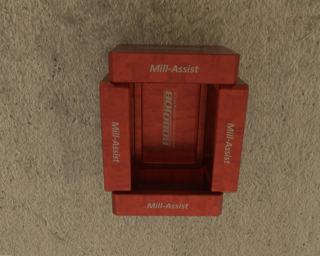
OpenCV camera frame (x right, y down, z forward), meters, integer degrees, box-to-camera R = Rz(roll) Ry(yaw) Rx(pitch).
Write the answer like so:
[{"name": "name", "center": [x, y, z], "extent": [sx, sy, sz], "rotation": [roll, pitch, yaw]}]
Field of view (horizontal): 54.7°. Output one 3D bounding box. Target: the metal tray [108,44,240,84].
[{"name": "metal tray", "center": [0.014, -0.074, 0.349], "extent": [0.131, 0.090, 0.030], "rotation": [1, 110, -1]}]

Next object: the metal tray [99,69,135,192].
[{"name": "metal tray", "center": [-0.048, 0.000, 0.375], "extent": [0.030, 0.090, 0.129], "rotation": [1, 110, -1]}]

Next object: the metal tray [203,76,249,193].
[{"name": "metal tray", "center": [0.075, 0.001, 0.377], "extent": [0.030, 0.090, 0.129], "rotation": [1, 110, -1]}]

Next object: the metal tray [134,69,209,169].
[{"name": "metal tray", "center": [0.013, -0.010, 0.405], "extent": [0.091, 0.030, 0.129], "rotation": [1, 110, -1]}]

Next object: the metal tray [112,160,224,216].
[{"name": "metal tray", "center": [0.009, 0.075, 0.404], "extent": [0.131, 0.090, 0.030], "rotation": [1, 110, -1]}]
